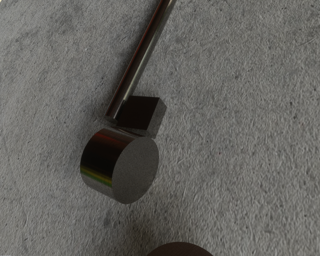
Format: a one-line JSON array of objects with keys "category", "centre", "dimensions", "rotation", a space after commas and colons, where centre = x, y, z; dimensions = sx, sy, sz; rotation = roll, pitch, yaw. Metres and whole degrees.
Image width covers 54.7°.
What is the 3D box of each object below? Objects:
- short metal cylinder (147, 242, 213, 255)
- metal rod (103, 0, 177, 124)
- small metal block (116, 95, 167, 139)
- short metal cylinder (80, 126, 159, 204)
[{"category": "short metal cylinder", "centre": [0.016, 0.147, 0.267], "dimensions": [0.081, 0.050, 0.080], "rotation": [3, 47, -3]}, {"category": "metal rod", "centre": [-0.016, -0.141, 0.497], "dimensions": [0.025, 0.025, 0.300], "rotation": [9, 66, 32]}, {"category": "small metal block", "centre": [-0.025, -0.016, 0.425], "dimensions": [0.050, 0.025, 0.050], "rotation": [7, 65, 31]}, {"category": "short metal cylinder", "centre": [-0.046, 0.042, 0.365], "dimensions": [0.050, 0.080, 0.080], "rotation": [16, 70, 34]}]
